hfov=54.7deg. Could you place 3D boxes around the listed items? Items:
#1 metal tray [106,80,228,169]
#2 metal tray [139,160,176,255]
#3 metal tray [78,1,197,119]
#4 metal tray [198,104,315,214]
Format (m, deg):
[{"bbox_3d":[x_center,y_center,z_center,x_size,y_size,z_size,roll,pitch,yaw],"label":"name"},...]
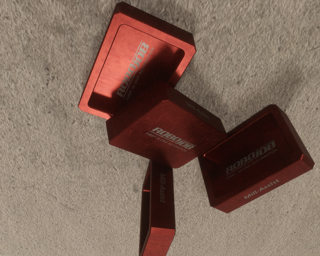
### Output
[{"bbox_3d":[0.011,0.003,0.380,0.090,0.030,0.131,-36,141,26],"label":"metal tray"},{"bbox_3d":[-0.006,0.111,0.433,0.030,0.130,0.089,9,130,-8],"label":"metal tray"},{"bbox_3d":[-0.029,-0.061,0.350,0.091,0.030,0.129,20,127,-17],"label":"metal tray"},{"bbox_3d":[0.114,0.041,0.398,0.130,0.090,0.030,-38,130,27],"label":"metal tray"}]
